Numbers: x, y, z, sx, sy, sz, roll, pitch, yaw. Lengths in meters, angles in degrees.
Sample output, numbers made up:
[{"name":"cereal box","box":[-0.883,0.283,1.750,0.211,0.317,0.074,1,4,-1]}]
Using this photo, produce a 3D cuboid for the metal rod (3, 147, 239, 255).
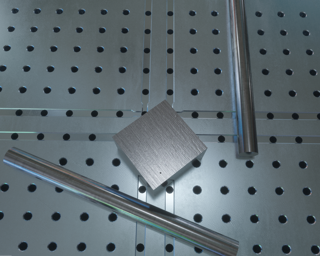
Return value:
[{"name":"metal rod","box":[-0.052,0.090,0.378,0.301,0.025,0.025,21,71,7]}]

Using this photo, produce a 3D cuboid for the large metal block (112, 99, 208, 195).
[{"name":"large metal block","box":[0.000,0.025,0.389,0.080,0.050,0.080,-36,74,-12]}]

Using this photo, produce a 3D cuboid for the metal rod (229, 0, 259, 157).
[{"name":"metal rod","box":[0.118,-0.106,0.451,0.025,0.025,0.299,1,70,0]}]
